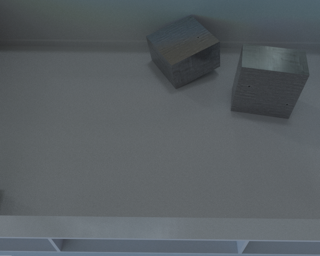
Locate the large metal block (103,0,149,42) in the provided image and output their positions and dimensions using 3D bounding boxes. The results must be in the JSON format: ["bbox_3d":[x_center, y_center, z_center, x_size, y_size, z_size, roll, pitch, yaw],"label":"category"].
[{"bbox_3d":[-0.057,-0.215,0.552,0.050,0.080,0.080,15,52,12],"label":"large metal block"}]

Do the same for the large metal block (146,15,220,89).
[{"bbox_3d":[0.036,-0.119,0.480,0.080,0.050,0.080,-28,55,-9],"label":"large metal block"}]

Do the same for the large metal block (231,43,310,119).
[{"bbox_3d":[0.145,-0.063,0.423,0.080,0.080,0.050,9,51,7],"label":"large metal block"}]
